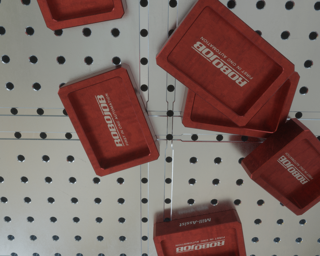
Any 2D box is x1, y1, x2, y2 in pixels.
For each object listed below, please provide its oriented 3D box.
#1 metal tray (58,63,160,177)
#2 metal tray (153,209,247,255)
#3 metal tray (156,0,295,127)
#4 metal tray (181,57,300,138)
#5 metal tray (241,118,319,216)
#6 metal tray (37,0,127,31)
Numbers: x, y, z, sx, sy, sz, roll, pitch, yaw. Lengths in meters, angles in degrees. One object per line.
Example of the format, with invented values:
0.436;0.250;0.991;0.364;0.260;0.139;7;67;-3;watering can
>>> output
-0.063;-0.008;0.407;0.090;0.030;0.129;-18;109;6;metal tray
0.062;0.182;0.477;0.131;0.030;0.090;-11;110;4;metal tray
0.072;-0.074;0.351;0.130;0.030;0.090;35;106;-12;metal tray
0.098;-0.039;0.396;0.131;0.030;0.089;8;110;-3;metal tray
0.182;0.056;0.413;0.130;0.030;0.090;37;107;-30;metal tray
-0.094;-0.177;0.327;0.090;0.030;0.129;-9;124;5;metal tray
